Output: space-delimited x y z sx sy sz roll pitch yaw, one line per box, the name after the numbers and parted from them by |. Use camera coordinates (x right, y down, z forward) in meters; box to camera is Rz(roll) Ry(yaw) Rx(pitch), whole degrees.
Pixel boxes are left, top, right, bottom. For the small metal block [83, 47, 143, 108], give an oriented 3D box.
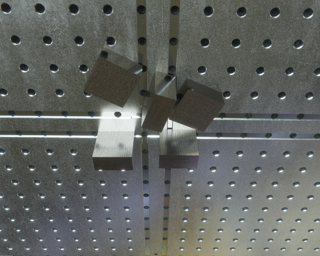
-0.055 -0.058 0.362 0.050 0.025 0.050 23 126 -19 | small metal block

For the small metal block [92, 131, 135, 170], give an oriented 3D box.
-0.061 0.030 0.420 0.050 0.050 0.025 0 130 0 | small metal block

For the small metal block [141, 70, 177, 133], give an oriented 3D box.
-0.002 -0.032 0.368 0.025 0.050 0.050 15 129 -12 | small metal block

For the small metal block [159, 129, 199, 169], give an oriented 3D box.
0.024 0.028 0.419 0.050 0.050 0.025 1 130 -1 | small metal block

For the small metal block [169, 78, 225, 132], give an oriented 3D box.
0.044 -0.028 0.388 0.050 0.025 0.050 20 127 -17 | small metal block
